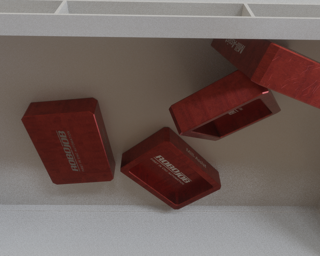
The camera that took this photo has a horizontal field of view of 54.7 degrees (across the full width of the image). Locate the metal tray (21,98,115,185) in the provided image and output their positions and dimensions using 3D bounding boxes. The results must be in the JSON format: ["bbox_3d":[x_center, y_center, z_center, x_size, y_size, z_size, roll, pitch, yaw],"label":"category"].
[{"bbox_3d":[-0.118,0.023,0.424,0.091,0.030,0.129,-4,130,3],"label":"metal tray"}]

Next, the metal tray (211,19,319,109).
[{"bbox_3d":[0.108,-0.061,0.287,0.091,0.130,0.030,18,113,-15],"label":"metal tray"}]

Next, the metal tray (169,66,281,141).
[{"bbox_3d":[0.077,-0.020,0.339,0.090,0.030,0.131,-27,164,21],"label":"metal tray"}]

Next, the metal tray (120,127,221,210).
[{"bbox_3d":[0.018,0.065,0.460,0.090,0.030,0.130,-33,123,25],"label":"metal tray"}]
